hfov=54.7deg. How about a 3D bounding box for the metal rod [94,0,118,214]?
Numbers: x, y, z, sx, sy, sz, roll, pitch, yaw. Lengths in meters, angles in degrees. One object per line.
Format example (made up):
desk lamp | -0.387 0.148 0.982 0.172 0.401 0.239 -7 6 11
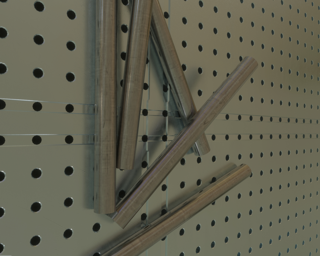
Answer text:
metal rod | -0.062 -0.053 0.358 0.025 0.025 0.298 1 90 -40

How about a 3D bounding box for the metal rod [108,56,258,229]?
metal rod | 0.042 0.007 0.418 0.301 0.025 0.025 -48 119 -20

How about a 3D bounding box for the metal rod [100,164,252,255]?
metal rod | 0.037 0.118 0.442 0.302 0.025 0.025 -22 104 -38

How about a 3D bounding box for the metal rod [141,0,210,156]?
metal rod | 0.011 -0.097 0.420 0.025 0.025 0.298 -34 111 -35

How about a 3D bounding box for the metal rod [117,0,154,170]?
metal rod | -0.026 -0.100 0.368 0.025 0.025 0.298 5 93 -40
